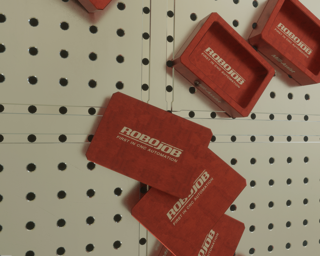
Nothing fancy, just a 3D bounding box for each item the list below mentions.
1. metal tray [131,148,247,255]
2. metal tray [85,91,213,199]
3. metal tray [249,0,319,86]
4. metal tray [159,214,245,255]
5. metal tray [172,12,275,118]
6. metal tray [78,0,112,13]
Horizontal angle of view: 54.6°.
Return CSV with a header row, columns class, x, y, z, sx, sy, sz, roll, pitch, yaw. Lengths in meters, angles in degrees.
class,x,y,z,sx,sy,sz,roll,pitch,yaw
metal tray,0.038,0.091,0.405,0.090,0.030,0.130,41,75,9
metal tray,-0.012,0.021,0.382,0.130,0.030,0.090,22,82,2
metal tray,0.213,-0.138,0.487,0.130,0.030,0.090,32,80,-17
metal tray,0.052,0.174,0.429,0.090,0.030,0.130,29,80,-18
metal tray,0.093,-0.087,0.443,0.130,0.030,0.090,38,78,-16
metal tray,-0.091,-0.213,0.356,0.130,0.030,0.090,45,76,-32
